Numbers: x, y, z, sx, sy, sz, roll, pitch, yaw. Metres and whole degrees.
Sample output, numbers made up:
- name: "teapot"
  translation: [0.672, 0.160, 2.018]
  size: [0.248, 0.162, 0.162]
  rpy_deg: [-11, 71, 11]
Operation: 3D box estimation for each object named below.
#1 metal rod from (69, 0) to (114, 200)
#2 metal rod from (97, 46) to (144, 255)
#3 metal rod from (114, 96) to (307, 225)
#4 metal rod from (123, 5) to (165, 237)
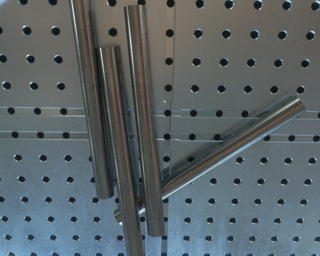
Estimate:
- name: "metal rod"
  translation: [-0.087, -0.043, 0.396]
  size: [0.025, 0.025, 0.298]
  rpy_deg: [-3, 110, 1]
- name: "metal rod"
  translation: [-0.049, 0.046, 0.412]
  size: [0.025, 0.025, 0.298]
  rpy_deg: [-5, 104, 1]
- name: "metal rod"
  translation: [0.061, 0.051, 0.432]
  size: [0.300, 0.025, 0.025]
  rpy_deg: [-34, 107, 11]
- name: "metal rod"
  translation: [-0.018, 0.002, 0.398]
  size: [0.025, 0.025, 0.298]
  rpy_deg: [-5, 104, 1]
